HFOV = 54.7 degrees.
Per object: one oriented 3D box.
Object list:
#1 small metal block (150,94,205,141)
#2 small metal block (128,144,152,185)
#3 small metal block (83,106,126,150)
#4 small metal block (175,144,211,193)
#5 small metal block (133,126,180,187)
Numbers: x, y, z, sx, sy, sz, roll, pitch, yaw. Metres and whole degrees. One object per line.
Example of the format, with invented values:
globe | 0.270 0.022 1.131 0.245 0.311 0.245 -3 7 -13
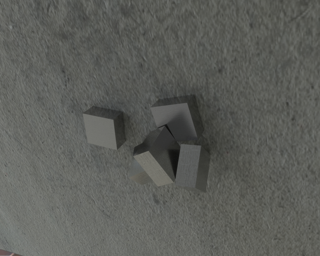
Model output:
small metal block | 0.022 -0.011 0.387 0.050 0.025 0.050 -5 116 30
small metal block | -0.013 0.044 0.419 0.050 0.050 0.025 -28 130 37
small metal block | -0.080 0.000 0.447 0.050 0.025 0.050 12 123 21
small metal block | 0.042 0.051 0.385 0.025 0.050 0.050 3 164 24
small metal block | 0.002 0.034 0.378 0.025 0.050 0.050 -23 112 37
